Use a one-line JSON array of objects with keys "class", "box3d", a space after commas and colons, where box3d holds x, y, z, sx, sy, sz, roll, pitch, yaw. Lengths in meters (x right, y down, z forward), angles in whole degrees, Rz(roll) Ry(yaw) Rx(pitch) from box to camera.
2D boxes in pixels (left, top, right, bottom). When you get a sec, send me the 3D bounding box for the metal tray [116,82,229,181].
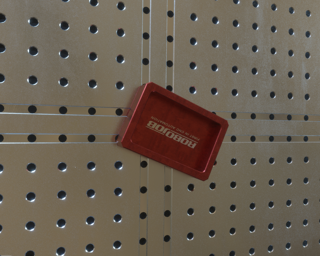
[{"class": "metal tray", "box3d": [0.019, 0.006, 0.416, 0.131, 0.030, 0.090, 25, 82, -18]}]
